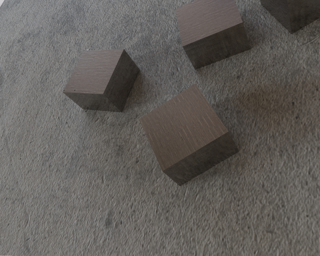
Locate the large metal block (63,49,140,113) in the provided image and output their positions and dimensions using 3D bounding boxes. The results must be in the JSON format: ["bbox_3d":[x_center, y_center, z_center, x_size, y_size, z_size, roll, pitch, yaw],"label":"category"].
[{"bbox_3d":[-0.089,-0.074,0.480,0.080,0.050,0.080,6,65,31],"label":"large metal block"}]

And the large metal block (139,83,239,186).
[{"bbox_3d":[0.033,0.008,0.366,0.080,0.050,0.080,-32,52,7],"label":"large metal block"}]

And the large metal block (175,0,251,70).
[{"bbox_3d":[0.073,-0.140,0.436,0.080,0.050,0.080,-18,55,17],"label":"large metal block"}]

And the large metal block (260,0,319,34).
[{"bbox_3d":[0.165,-0.183,0.394,0.050,0.080,0.080,-30,52,9],"label":"large metal block"}]
